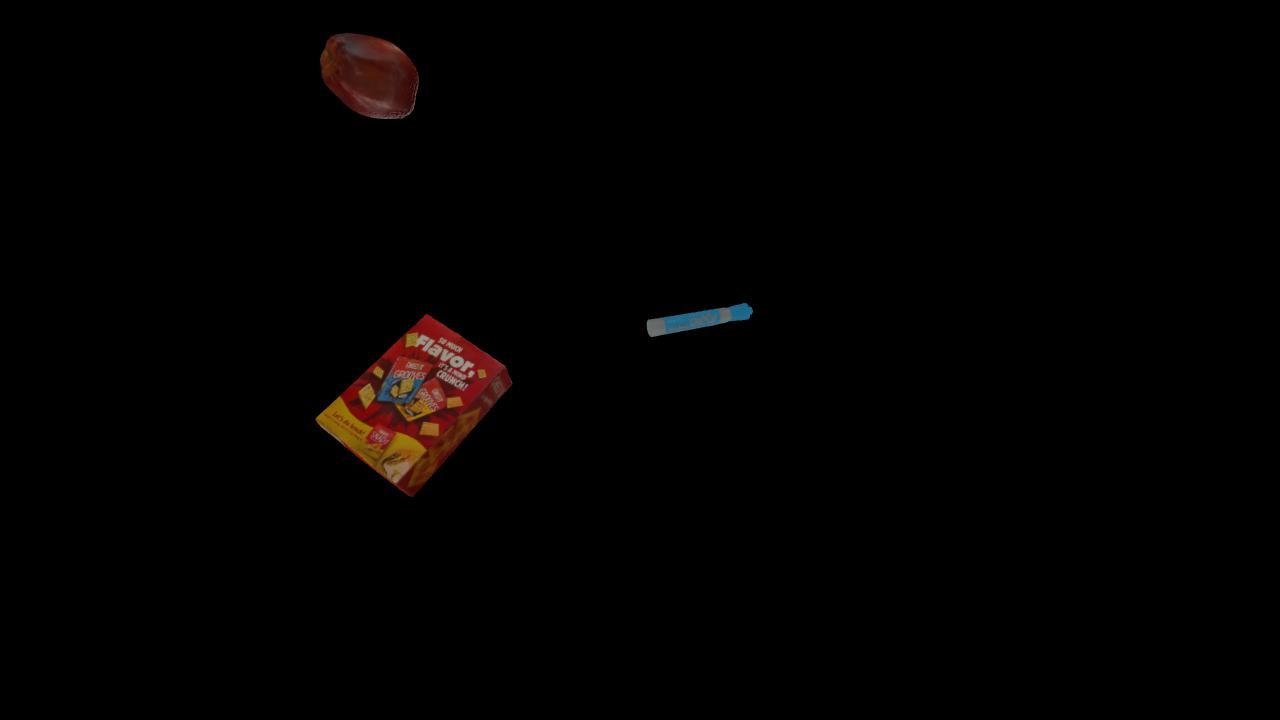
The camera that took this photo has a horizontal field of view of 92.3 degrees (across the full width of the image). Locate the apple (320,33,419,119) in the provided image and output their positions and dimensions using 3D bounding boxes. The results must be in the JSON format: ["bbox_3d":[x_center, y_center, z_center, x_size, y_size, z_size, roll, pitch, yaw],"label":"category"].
[{"bbox_3d":[-0.270,-0.286,0.621,0.079,0.079,0.093,0,1,37],"label":"apple"}]

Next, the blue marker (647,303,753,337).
[{"bbox_3d":[0.067,-0.044,0.667,0.121,0.020,0.020,-11,3,-16],"label":"blue marker"}]

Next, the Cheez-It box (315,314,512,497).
[{"bbox_3d":[-0.324,0.060,0.901,0.166,0.223,0.071,31,-24,16],"label":"Cheez-It box"}]
